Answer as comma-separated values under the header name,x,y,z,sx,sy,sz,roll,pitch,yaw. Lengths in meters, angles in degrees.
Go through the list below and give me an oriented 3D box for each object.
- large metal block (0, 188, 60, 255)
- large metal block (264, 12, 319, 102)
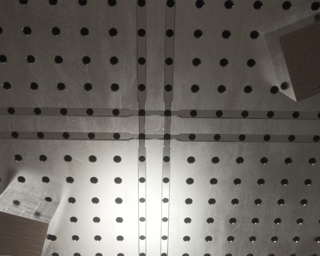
name,x,y,z,sx,sy,sz,roll,pitch,yaw
large metal block,-0.201,0.145,0.451,0.080,0.050,0.079,17,109,-7
large metal block,0.183,-0.088,0.370,0.080,0.050,0.080,-22,109,7
